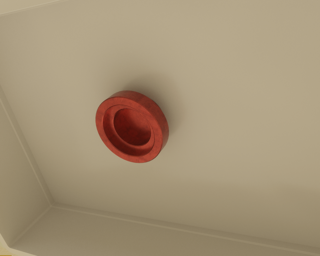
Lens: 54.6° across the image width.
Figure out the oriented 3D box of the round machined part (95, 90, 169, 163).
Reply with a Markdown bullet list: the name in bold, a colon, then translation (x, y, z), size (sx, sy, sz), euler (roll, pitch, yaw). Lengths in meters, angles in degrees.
- **round machined part**: translation (-0.033, -0.005, 0.412), size (0.098, 0.042, 0.097), euler (13, 124, 21)
